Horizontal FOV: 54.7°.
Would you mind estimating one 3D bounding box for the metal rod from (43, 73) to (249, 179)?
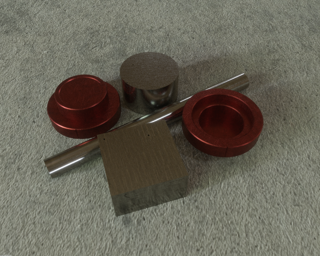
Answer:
[{"bbox_3d":[-0.003,-0.011,0.415,0.302,0.025,0.025,-25,55,-20],"label":"metal rod"}]

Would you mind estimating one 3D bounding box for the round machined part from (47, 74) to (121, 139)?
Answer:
[{"bbox_3d":[-0.104,-0.036,0.422,0.099,0.042,0.098,0,50,0],"label":"round machined part"}]

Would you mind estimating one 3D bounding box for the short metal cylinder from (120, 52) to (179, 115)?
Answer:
[{"bbox_3d":[-0.014,-0.064,0.441,0.081,0.050,0.080,0,50,0],"label":"short metal cylinder"}]

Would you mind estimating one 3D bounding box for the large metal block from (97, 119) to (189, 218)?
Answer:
[{"bbox_3d":[-0.021,0.044,0.352,0.081,0.050,0.080,-13,51,-11],"label":"large metal block"}]

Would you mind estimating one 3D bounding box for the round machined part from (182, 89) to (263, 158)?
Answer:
[{"bbox_3d":[0.077,-0.002,0.395,0.099,0.042,0.098,0,50,0],"label":"round machined part"}]
